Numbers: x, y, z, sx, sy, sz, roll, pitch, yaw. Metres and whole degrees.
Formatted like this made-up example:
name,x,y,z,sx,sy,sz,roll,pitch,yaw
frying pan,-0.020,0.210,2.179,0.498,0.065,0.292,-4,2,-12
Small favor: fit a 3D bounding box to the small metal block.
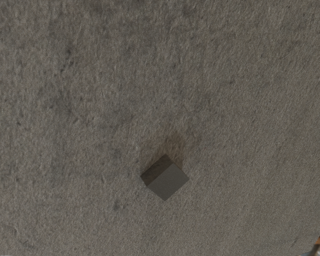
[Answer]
name,x,y,z,sx,sy,sz,roll,pitch,yaw
small metal block,0.008,0.074,0.459,0.050,0.025,0.050,-42,130,0
